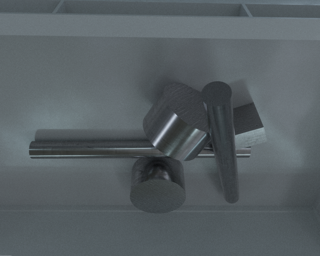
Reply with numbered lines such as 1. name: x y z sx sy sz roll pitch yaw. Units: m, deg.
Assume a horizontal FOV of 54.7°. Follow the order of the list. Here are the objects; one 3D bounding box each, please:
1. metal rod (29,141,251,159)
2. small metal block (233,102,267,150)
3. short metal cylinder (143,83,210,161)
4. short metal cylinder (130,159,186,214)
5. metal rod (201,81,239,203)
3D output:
1. metal rod: -0.027 0.030 0.434 0.302 0.025 0.025 0 130 -1
2. small metal block: 0.102 -0.001 0.393 0.050 0.050 0.025 -17 128 13
3. short metal cylinder: 0.027 -0.008 0.367 0.080 0.080 0.050 23 126 -19
4. short metal cylinder: -0.003 0.084 0.464 0.081 0.050 0.079 0 130 0
5. metal rod: 0.082 0.042 0.381 0.025 0.025 0.299 -12 150 9
